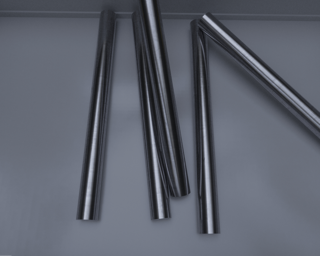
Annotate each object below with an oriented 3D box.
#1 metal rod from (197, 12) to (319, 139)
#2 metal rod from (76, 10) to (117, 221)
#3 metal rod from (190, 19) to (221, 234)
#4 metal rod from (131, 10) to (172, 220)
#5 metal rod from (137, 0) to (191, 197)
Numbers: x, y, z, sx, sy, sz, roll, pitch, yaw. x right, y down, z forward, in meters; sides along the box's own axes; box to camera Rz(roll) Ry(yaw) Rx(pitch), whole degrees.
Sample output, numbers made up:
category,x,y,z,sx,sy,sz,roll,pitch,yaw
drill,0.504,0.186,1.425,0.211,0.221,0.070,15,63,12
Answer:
category,x,y,z,sx,sy,sz,roll,pitch,yaw
metal rod,0.165,-0.048,0.414,0.025,0.025,0.300,-42,80,-14
metal rod,-0.083,-0.031,0.420,0.025,0.025,0.299,2,70,0
metal rod,0.058,-0.016,0.415,0.025,0.025,0.299,0,70,0
metal rod,-0.015,-0.031,0.420,0.025,0.025,0.299,-6,70,-2
metal rod,0.000,-0.066,0.372,0.025,0.025,0.298,-10,94,-4
